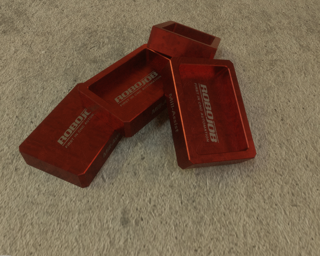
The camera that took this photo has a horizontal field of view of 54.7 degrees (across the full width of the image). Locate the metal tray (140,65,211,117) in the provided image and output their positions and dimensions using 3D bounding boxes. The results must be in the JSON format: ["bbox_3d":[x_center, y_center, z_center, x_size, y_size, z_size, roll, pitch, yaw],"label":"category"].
[{"bbox_3d":[0.033,-0.070,0.460,0.130,0.030,0.090,21,53,16],"label":"metal tray"}]

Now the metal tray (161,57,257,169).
[{"bbox_3d":[0.057,-0.020,0.375,0.091,0.030,0.129,-3,72,-24],"label":"metal tray"}]

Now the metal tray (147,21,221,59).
[{"bbox_3d":[0.041,-0.129,0.466,0.090,0.030,0.130,21,25,4],"label":"metal tray"}]

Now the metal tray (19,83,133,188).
[{"bbox_3d":[-0.099,0.003,0.397,0.090,0.030,0.130,19,52,15],"label":"metal tray"}]

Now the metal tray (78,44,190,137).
[{"bbox_3d":[-0.028,-0.055,0.408,0.090,0.030,0.131,34,57,25],"label":"metal tray"}]
